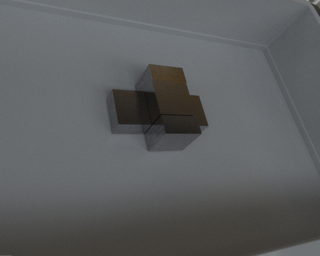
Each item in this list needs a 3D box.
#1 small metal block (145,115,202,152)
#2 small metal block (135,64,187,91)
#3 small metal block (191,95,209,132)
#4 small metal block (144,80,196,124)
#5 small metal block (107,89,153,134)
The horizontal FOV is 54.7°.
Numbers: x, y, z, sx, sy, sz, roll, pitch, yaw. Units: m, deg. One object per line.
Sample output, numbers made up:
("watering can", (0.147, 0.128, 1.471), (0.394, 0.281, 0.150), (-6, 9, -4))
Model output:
("small metal block", (0.016, 0.007, 0.389), (0.050, 0.050, 0.025), (1, 62, -28))
("small metal block", (0.000, -0.059, 0.423), (0.050, 0.050, 0.025), (1, 62, -28))
("small metal block", (0.034, -0.019, 0.433), (0.050, 0.025, 0.050), (1, 61, -28))
("small metal block", (0.012, -0.032, 0.396), (0.050, 0.025, 0.050), (1, 61, -28))
("small metal block", (-0.037, -0.020, 0.395), (0.050, 0.025, 0.050), (1, 61, -28))
